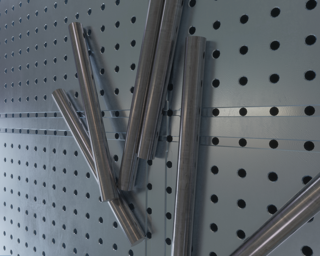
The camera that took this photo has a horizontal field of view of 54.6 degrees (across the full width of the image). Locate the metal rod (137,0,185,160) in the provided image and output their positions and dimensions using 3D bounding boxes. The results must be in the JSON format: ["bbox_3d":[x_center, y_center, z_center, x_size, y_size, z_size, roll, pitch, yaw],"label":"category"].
[{"bbox_3d":[0.008,-0.105,0.403,0.025,0.025,0.298,18,101,39],"label":"metal rod"}]

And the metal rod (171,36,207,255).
[{"bbox_3d":[0.034,0.041,0.382,0.025,0.025,0.298,6,94,40],"label":"metal rod"}]

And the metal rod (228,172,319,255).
[{"bbox_3d":[0.111,0.112,0.318,0.025,0.025,0.298,50,119,28],"label":"metal rod"}]

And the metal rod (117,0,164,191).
[{"bbox_3d":[-0.023,-0.058,0.429,0.025,0.025,0.298,18,101,38],"label":"metal rod"}]

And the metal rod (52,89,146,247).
[{"bbox_3d":[-0.107,0.048,0.499,0.025,0.025,0.299,-50,61,28],"label":"metal rod"}]

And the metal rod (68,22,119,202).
[{"bbox_3d":[-0.107,-0.036,0.485,0.025,0.025,0.299,-29,68,36],"label":"metal rod"}]
